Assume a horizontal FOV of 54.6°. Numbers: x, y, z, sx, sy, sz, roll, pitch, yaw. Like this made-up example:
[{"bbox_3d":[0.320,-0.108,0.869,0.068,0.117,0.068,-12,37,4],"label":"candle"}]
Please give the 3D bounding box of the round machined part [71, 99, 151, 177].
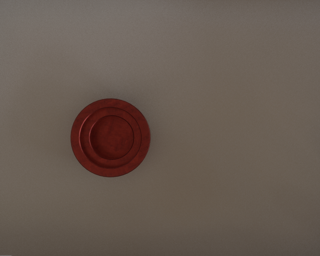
[{"bbox_3d":[-0.061,0.012,0.403,0.099,0.042,0.097,0,90,0],"label":"round machined part"}]
